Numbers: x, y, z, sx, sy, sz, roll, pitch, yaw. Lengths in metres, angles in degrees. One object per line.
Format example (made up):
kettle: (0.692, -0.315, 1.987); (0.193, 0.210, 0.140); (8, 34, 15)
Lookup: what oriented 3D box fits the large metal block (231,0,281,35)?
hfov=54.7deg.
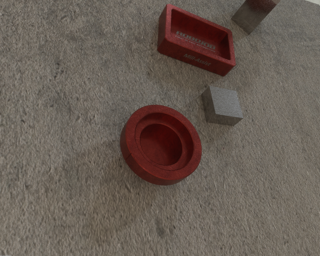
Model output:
large metal block: (0.201, -0.249, 0.628); (0.050, 0.080, 0.080); (42, 51, 0)

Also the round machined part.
round machined part: (-0.002, 0.024, 0.377); (0.099, 0.042, 0.098); (14, 56, -21)

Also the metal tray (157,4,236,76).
metal tray: (0.062, -0.148, 0.523); (0.131, 0.030, 0.090); (16, 55, -20)

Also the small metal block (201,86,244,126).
small metal block: (0.095, -0.033, 0.475); (0.050, 0.025, 0.050); (7, 59, -25)
